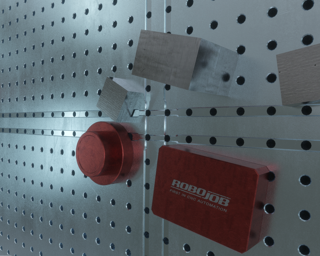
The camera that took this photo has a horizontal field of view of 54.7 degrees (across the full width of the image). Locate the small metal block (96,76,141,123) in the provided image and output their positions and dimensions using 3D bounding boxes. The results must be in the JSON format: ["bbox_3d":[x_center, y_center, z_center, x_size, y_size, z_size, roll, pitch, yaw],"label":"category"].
[{"bbox_3d":[-0.063,-0.042,0.459,0.050,0.025,0.050,37,112,33],"label":"small metal block"}]

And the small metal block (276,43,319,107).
[{"bbox_3d":[0.142,-0.049,0.292,0.050,0.025,0.050,-9,84,39],"label":"small metal block"}]

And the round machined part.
[{"bbox_3d":[-0.091,0.039,0.470,0.098,0.042,0.097,0,90,39],"label":"round machined part"}]

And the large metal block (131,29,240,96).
[{"bbox_3d":[0.029,-0.072,0.348,0.080,0.081,0.050,22,104,37],"label":"large metal block"}]

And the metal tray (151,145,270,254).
[{"bbox_3d":[0.053,0.075,0.361,0.130,0.030,0.089,12,98,39],"label":"metal tray"}]
